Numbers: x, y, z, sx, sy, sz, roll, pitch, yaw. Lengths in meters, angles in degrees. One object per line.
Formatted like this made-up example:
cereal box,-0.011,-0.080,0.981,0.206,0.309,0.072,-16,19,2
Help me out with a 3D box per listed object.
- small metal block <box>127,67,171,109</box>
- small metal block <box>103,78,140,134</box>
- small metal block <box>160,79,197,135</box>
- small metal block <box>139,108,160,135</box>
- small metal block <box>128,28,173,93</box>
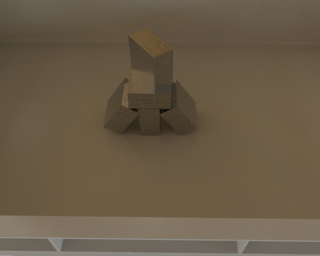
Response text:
small metal block,-0.012,-0.050,0.379,0.050,0.025,0.050,1,50,0
small metal block,-0.049,-0.028,0.406,0.025,0.050,0.050,24,45,-25
small metal block,0.024,-0.027,0.406,0.025,0.050,0.050,-23,44,26
small metal block,-0.013,-0.026,0.408,0.025,0.050,0.050,1,50,1
small metal block,-0.010,-0.077,0.353,0.025,0.050,0.050,-29,56,-21
